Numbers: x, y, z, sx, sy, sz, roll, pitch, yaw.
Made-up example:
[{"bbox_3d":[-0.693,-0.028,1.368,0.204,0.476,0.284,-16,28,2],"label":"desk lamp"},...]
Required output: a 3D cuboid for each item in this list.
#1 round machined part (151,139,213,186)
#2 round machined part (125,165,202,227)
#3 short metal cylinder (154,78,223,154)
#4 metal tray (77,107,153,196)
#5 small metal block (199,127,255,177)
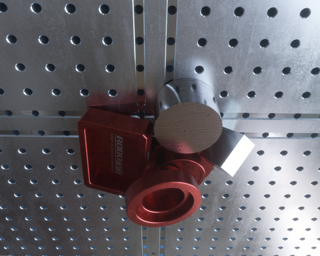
[{"bbox_3d":[0.029,0.054,0.446,0.099,0.042,0.097,-1,130,0],"label":"round machined part"},{"bbox_3d":[0.002,0.087,0.412,0.099,0.042,0.097,-7,133,-8],"label":"round machined part"},{"bbox_3d":[0.033,-0.014,0.383,0.081,0.050,0.079,0,130,0],"label":"short metal cylinder"},{"bbox_3d":[-0.061,0.039,0.427,0.090,0.030,0.129,13,130,7],"label":"metal tray"},{"bbox_3d":[0.087,0.029,0.409,0.025,0.050,0.050,39,85,-28],"label":"small metal block"}]
